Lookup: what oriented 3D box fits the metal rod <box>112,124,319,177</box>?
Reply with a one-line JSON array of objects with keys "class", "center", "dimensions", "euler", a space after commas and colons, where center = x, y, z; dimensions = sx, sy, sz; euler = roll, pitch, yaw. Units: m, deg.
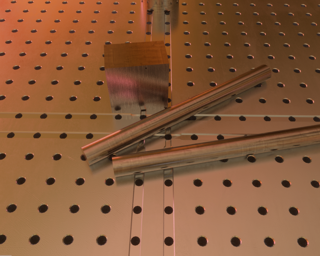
[{"class": "metal rod", "center": [0.093, 0.025, 0.388], "dimensions": [0.302, 0.025, 0.025], "euler": [-8, 51, -8]}]

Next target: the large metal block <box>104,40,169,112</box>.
[{"class": "large metal block", "center": [-0.032, -0.071, 0.431], "dimensions": [0.081, 0.080, 0.050], "euler": [-6, 51, -5]}]

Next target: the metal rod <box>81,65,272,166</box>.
[{"class": "metal rod", "center": [0.037, -0.026, 0.429], "dimensions": [0.302, 0.025, 0.025], "euler": [-25, 55, -20]}]

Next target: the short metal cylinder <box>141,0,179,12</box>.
[{"class": "short metal cylinder", "center": [-0.001, -0.278, 0.625], "dimensions": [0.081, 0.050, 0.080], "euler": [0, 50, 0]}]
